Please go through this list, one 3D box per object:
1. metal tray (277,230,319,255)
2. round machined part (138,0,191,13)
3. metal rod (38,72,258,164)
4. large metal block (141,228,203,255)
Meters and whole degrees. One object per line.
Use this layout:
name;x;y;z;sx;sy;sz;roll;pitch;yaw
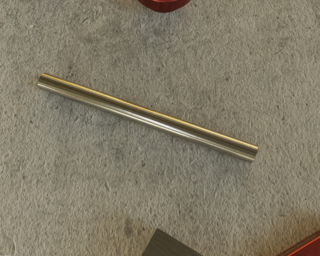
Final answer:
metal tray;0.181;0.173;0.344;0.131;0.030;0.090;-26;72;-10
round machined part;0.006;-0.219;0.479;0.099;0.042;0.098;0;70;-1
metal rod;-0.021;-0.016;0.413;0.301;0.025;0.025;19;71;6
large metal block;0.011;0.166;0.334;0.080;0.050;0.080;29;72;10
